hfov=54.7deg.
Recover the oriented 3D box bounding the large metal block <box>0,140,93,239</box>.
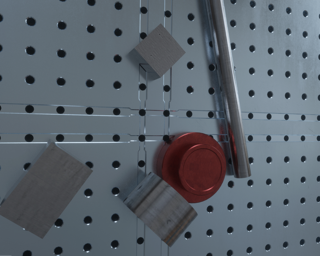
[{"bbox_3d":[-0.124,0.060,0.338,0.050,0.080,0.080,39,78,-16],"label":"large metal block"}]

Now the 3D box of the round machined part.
[{"bbox_3d":[0.049,0.054,0.423,0.099,0.042,0.097,0,90,-20],"label":"round machined part"}]

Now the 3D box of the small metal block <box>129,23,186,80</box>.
[{"bbox_3d":[-0.003,-0.101,0.412,0.050,0.025,0.050,47,75,-15],"label":"small metal block"}]

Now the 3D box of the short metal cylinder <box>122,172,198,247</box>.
[{"bbox_3d":[0.000,0.100,0.385,0.050,0.080,0.080,-46,105,-14],"label":"short metal cylinder"}]

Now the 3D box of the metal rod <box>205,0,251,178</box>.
[{"bbox_3d":[0.097,-0.075,0.449,0.025,0.025,0.298,-12,94,-20],"label":"metal rod"}]
